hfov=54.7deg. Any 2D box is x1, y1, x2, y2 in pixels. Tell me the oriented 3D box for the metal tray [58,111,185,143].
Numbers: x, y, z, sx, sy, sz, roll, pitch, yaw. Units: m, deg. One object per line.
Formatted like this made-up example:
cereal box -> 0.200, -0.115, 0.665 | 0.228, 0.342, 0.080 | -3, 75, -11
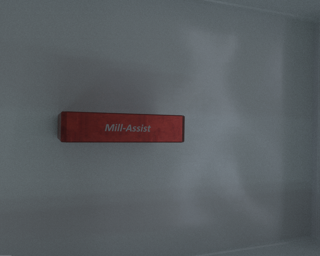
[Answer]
metal tray -> -0.048, 0.000, 0.358 | 0.131, 0.090, 0.030 | 1, 90, -21
